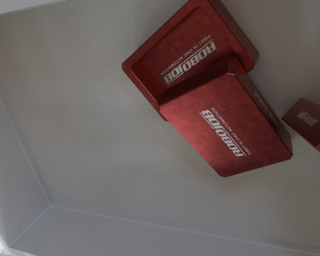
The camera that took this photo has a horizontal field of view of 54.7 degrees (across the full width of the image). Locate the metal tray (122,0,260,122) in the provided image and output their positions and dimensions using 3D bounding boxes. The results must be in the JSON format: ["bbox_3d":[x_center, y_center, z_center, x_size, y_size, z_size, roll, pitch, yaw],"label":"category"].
[{"bbox_3d":[0.029,-0.073,0.344,0.130,0.030,0.090,-33,100,38],"label":"metal tray"}]

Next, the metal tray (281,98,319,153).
[{"bbox_3d":[0.161,0.020,0.267,0.090,0.130,0.030,41,106,0],"label":"metal tray"}]

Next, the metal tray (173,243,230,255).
[{"bbox_3d":[0.076,0.261,0.529,0.090,0.030,0.129,5,121,26],"label":"metal tray"}]

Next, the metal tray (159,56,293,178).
[{"bbox_3d":[0.073,-0.004,0.338,0.090,0.030,0.130,-24,123,34],"label":"metal tray"}]
